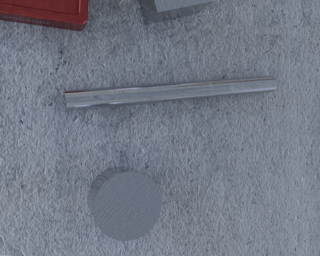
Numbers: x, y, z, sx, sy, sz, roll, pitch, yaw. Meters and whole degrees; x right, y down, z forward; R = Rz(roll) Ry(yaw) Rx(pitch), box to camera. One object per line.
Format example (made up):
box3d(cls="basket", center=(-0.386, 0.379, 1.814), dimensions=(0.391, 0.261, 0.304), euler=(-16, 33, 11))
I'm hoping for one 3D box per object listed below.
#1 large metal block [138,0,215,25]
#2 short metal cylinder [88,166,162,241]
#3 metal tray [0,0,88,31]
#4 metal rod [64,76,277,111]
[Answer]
box3d(cls="large metal block", center=(0.013, -0.188, 0.400), dimensions=(0.081, 0.050, 0.080), euler=(-19, 97, -19))
box3d(cls="short metal cylinder", center=(-0.044, 0.090, 0.380), dimensions=(0.081, 0.050, 0.079), euler=(0, 90, -20))
box3d(cls="metal tray", center=(-0.149, -0.167, 0.350), dimensions=(0.131, 0.030, 0.089), euler=(2, 89, -20))
box3d(cls="metal rod", center=(0.029, -0.050, 0.419), dimensions=(0.303, 0.025, 0.025), euler=(-7, 93, -20))
